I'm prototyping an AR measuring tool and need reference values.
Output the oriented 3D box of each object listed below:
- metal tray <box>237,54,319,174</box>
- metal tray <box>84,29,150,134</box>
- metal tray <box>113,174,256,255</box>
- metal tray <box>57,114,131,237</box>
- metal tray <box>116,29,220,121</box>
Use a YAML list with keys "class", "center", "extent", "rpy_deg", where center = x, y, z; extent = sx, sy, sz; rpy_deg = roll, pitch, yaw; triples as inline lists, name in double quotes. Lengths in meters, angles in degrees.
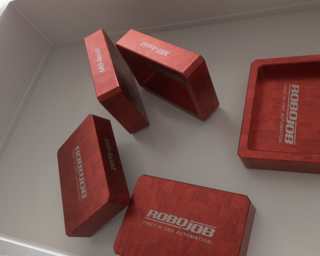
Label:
- class: "metal tray"
  center: [0.141, -0.018, 0.339]
  extent: [0.090, 0.030, 0.130]
  rpy_deg: [1, 62, 28]
- class: "metal tray"
  center: [-0.061, -0.065, 0.433]
  extent: [0.030, 0.090, 0.130]
  rpy_deg: [-27, 53, 9]
- class: "metal tray"
  center: [0.024, 0.105, 0.324]
  extent: [0.130, 0.030, 0.090]
  rpy_deg: [6, 65, 30]
- class: "metal tray"
  center: [-0.089, 0.058, 0.391]
  extent: [0.090, 0.030, 0.130]
  rpy_deg: [-43, 48, 27]
- class: "metal tray"
  center: [0.009, -0.069, 0.398]
  extent: [0.130, 0.090, 0.030]
  rpy_deg: [32, 74, 37]
